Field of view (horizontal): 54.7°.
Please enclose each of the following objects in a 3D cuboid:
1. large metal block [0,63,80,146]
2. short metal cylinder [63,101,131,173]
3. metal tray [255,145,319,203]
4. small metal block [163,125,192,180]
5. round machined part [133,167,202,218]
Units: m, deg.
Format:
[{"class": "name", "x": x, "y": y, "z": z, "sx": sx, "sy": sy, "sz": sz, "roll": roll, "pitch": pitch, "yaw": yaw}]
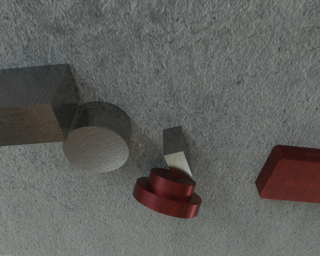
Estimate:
[{"class": "large metal block", "x": -0.143, "y": -0.027, "z": 0.346, "sx": 0.080, "sy": 0.080, "sz": 0.050, "roll": -4, "pitch": 130, "yaw": 3}, {"class": "short metal cylinder", "x": -0.079, "y": 0.012, "z": 0.400, "sx": 0.081, "sy": 0.050, "sz": 0.079, "roll": 0, "pitch": 130, "yaw": 0}, {"class": "metal tray", "x": 0.224, "y": 0.073, "z": 0.470, "sx": 0.131, "sy": 0.030, "sz": 0.089, "roll": 6, "pitch": 130, "yaw": -6}, {"class": "small metal block", "x": 0.024, "y": 0.034, "z": 0.420, "sx": 0.025, "sy": 0.050, "sz": 0.050, "roll": -14, "pitch": 129, "yaw": 11}, {"class": "round machined part", "x": 0.014, "y": 0.088, "z": 0.446, "sx": 0.099, "sy": 0.098, "sz": 0.042, "roll": 16, "pitch": 95, "yaw": -14}]
